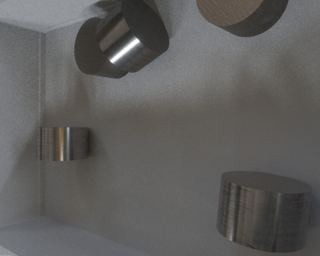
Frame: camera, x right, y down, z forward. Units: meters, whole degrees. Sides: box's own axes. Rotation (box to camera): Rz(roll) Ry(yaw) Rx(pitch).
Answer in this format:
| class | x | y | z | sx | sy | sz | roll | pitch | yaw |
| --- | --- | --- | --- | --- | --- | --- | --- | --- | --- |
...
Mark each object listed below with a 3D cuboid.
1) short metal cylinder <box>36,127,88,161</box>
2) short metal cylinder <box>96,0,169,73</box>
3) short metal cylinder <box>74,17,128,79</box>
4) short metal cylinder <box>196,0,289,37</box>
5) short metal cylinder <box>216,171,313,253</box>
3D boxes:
| class | x | y | z | sx | sy | sz | roll | pitch | yaw |
| --- | --- | --- | --- | --- | --- | --- | --- | --- | --- |
| short metal cylinder | -0.156 | 0.023 | 0.497 | 0.080 | 0.081 | 0.050 | 1 | 91 | 39 |
| short metal cylinder | -0.034 | -0.118 | 0.397 | 0.050 | 0.081 | 0.080 | -29 | 72 | 36 |
| short metal cylinder | -0.080 | -0.115 | 0.454 | 0.080 | 0.050 | 0.079 | 0 | 90 | 39 |
| short metal cylinder | 0.085 | -0.140 | 0.320 | 0.080 | 0.050 | 0.079 | 0 | 90 | 39 |
| short metal cylinder | 0.096 | 0.074 | 0.291 | 0.080 | 0.081 | 0.050 | 8 | 96 | 39 |
